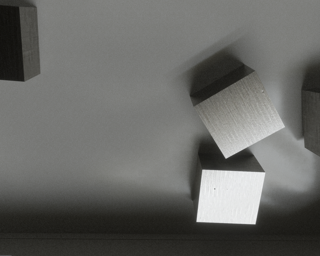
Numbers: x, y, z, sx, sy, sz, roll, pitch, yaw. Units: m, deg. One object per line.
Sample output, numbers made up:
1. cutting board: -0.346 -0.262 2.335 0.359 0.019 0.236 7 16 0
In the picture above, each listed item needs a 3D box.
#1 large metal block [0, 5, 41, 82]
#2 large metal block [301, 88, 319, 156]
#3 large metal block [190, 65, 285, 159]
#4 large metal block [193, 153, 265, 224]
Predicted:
1. large metal block: -0.190 -0.101 0.359 0.081 0.050 0.079 4 110 -2
2. large metal block: 0.231 -0.012 0.389 0.080 0.050 0.079 -8 101 3
3. large metal block: 0.095 -0.022 0.391 0.080 0.050 0.080 -30 108 10
4. large metal block: 0.092 0.083 0.429 0.081 0.050 0.079 3 110 -1
